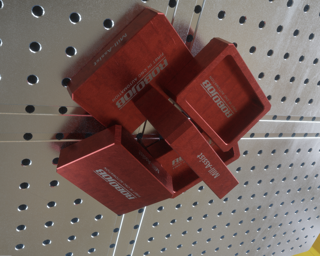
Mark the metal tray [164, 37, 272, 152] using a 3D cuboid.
[{"bbox_3d":[0.077,-0.036,0.390,0.090,0.030,0.130,-45,130,3],"label":"metal tray"}]

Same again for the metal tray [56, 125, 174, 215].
[{"bbox_3d":[-0.052,0.059,0.393,0.090,0.030,0.130,-24,132,18],"label":"metal tray"}]

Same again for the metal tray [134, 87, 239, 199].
[{"bbox_3d":[0.032,0.019,0.360,0.030,0.090,0.130,-42,130,0],"label":"metal tray"}]

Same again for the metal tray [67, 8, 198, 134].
[{"bbox_3d":[-0.028,-0.059,0.356,0.130,0.030,0.090,-43,130,1],"label":"metal tray"}]

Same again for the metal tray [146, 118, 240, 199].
[{"bbox_3d":[0.052,0.038,0.460,0.131,0.030,0.090,-30,129,-10],"label":"metal tray"}]
